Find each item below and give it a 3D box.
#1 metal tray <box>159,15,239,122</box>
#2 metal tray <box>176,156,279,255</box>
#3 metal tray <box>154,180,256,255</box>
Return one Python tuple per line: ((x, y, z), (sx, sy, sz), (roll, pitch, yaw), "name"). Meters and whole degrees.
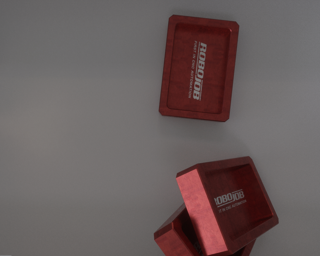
((0.050, -0.076, 0.408), (0.091, 0.030, 0.129), (6, 90, 0), "metal tray")
((0.081, 0.082, 0.353), (0.030, 0.131, 0.090), (-32, 70, 35), "metal tray")
((0.059, 0.121, 0.355), (0.030, 0.131, 0.090), (-42, 81, 32), "metal tray")
